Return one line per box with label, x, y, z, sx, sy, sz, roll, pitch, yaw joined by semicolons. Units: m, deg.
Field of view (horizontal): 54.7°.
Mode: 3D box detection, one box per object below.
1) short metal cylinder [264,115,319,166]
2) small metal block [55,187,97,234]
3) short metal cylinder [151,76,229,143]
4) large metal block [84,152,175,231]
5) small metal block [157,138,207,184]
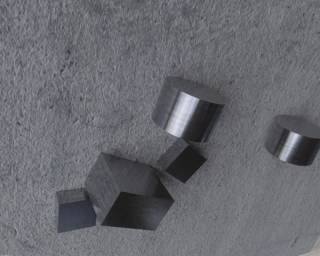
short metal cylinder;0.219;0.019;0.505;0.081;0.080;0.050;-2;119;-28
small metal block;-0.112;0.109;0.414;0.050;0.025;0.050;-3;120;-27
short metal cylinder;0.036;-0.024;0.378;0.081;0.080;0.050;7;115;-32
large metal block;-0.042;0.082;0.401;0.080;0.080;0.050;20;108;-36
small metal block;0.033;0.048;0.456;0.050;0.025;0.050;-48;130;5
